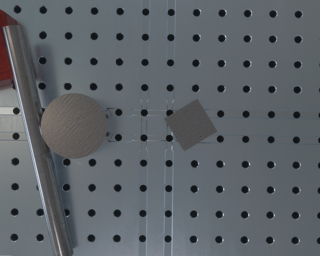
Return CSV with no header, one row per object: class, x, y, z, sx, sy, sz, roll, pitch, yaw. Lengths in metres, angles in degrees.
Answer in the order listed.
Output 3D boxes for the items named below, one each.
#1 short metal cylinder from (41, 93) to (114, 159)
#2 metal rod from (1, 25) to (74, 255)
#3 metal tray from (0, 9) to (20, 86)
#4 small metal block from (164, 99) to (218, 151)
short metal cylinder,-0.104,-0.003,0.400,0.081,0.050,0.080,0,90,0
metal rod,-0.153,0.024,0.395,0.025,0.025,0.298,-10,97,0
metal tray,-0.252,-0.094,0.408,0.131,0.030,0.090,-14,90,0
small metal block,0.040,-0.004,0.413,0.050,0.025,0.050,-31,90,0
